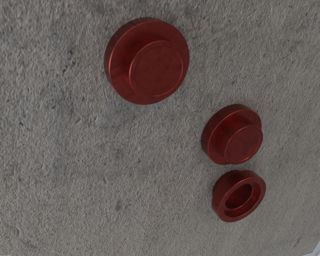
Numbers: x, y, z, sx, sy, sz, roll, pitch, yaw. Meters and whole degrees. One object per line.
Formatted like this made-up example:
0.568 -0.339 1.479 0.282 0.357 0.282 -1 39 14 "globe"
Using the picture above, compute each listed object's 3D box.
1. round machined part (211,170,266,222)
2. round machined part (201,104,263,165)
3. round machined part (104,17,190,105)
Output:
0.131 0.112 0.536 0.099 0.042 0.097 -14 124 -21 "round machined part"
0.115 0.016 0.469 0.099 0.042 0.097 -14 124 -21 "round machined part"
-0.009 -0.070 0.347 0.099 0.042 0.097 -14 124 -21 "round machined part"
